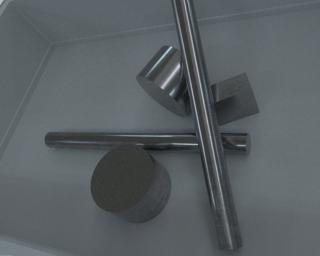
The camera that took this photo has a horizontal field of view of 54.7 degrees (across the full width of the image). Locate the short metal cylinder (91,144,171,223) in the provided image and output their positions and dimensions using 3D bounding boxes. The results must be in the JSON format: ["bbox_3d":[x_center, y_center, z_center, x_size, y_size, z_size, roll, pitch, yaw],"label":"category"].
[{"bbox_3d":[-0.033,0.066,0.365,0.080,0.050,0.080,-13,56,20],"label":"short metal cylinder"}]

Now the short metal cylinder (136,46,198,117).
[{"bbox_3d":[0.017,-0.058,0.397,0.080,0.080,0.050,33,80,38],"label":"short metal cylinder"}]

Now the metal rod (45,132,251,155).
[{"bbox_3d":[-0.036,0.018,0.411,0.300,0.025,0.025,0,62,27],"label":"metal rod"}]

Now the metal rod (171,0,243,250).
[{"bbox_3d":[0.045,-0.028,0.334,0.025,0.025,0.299,-14,76,20],"label":"metal rod"}]

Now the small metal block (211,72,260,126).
[{"bbox_3d":[0.085,-0.032,0.364,0.050,0.050,0.025,-20,54,16],"label":"small metal block"}]
